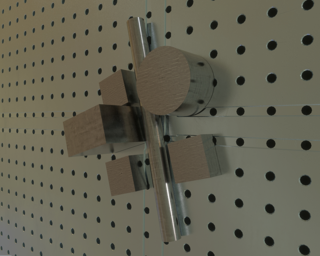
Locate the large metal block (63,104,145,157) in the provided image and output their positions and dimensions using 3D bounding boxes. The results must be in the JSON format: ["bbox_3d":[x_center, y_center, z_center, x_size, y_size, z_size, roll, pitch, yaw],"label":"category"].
[{"bbox_3d":[-0.074,0.005,0.430,0.080,0.081,0.050,-19,78,38],"label":"large metal block"}]

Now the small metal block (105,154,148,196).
[{"bbox_3d":[-0.049,0.068,0.447,0.050,0.025,0.050,-20,78,38],"label":"small metal block"}]

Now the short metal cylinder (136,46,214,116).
[{"bbox_3d":[0.018,-0.055,0.376,0.080,0.050,0.079,0,90,39],"label":"short metal cylinder"}]

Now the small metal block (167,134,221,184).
[{"bbox_3d":[0.041,0.037,0.374,0.050,0.025,0.050,-19,78,38],"label":"small metal block"}]

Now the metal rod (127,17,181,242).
[{"bbox_3d":[-0.010,-0.004,0.415,0.025,0.025,0.298,-16,80,38],"label":"metal rod"}]

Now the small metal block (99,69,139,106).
[{"bbox_3d":[-0.060,-0.052,0.456,0.050,0.025,0.050,-22,76,37],"label":"small metal block"}]
